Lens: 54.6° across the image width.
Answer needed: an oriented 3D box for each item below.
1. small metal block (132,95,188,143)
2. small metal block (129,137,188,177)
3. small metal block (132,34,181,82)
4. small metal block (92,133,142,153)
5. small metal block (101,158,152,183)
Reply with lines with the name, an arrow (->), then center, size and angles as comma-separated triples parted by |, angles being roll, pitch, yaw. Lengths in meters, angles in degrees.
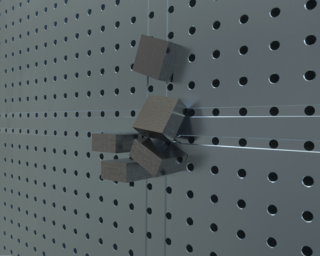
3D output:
small metal block -> 0.000, -0.013, 0.396 | 0.050, 0.025, 0.050 | 11, 67, 39
small metal block -> -0.002, 0.035, 0.395 | 0.050, 0.050, 0.025 | 35, 113, 34
small metal block -> -0.005, -0.093, 0.415 | 0.050, 0.025, 0.050 | 27, 107, 37
small metal block -> -0.062, 0.021, 0.445 | 0.050, 0.050, 0.025 | 1, 91, 40
small metal block -> -0.046, 0.058, 0.432 | 0.050, 0.050, 0.025 | 0, 90, 40
